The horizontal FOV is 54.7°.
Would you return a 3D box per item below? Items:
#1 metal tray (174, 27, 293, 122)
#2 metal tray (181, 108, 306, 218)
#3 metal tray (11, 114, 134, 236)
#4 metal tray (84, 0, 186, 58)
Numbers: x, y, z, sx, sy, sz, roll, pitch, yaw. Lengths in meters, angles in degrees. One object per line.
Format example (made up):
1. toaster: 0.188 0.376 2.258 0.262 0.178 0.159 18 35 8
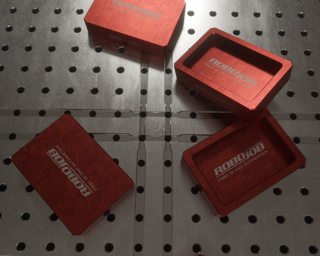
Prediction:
1. metal tray: 0.096 -0.077 0.420 0.130 0.030 0.090 35 72 27
2. metal tray: 0.104 0.042 0.395 0.131 0.030 0.090 -29 73 -11
3. metal tray: -0.107 0.056 0.387 0.090 0.030 0.130 -42 76 -14
4. metal tray: -0.036 -0.168 0.470 0.131 0.030 0.090 19 71 6
